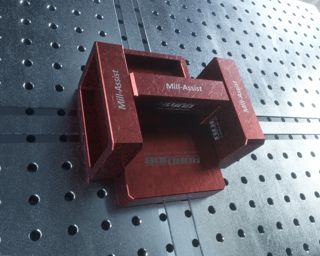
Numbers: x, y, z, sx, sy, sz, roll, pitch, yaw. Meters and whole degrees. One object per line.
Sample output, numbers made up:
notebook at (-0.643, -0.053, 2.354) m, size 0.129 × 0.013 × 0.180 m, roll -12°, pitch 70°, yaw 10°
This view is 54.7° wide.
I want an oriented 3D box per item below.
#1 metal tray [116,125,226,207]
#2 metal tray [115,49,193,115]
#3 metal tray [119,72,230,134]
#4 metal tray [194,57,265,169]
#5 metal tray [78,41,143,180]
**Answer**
metal tray at (0.010, 0.043, 0.384) m, size 0.131 × 0.030 × 0.090 m, roll 1°, pitch 62°, yaw -28°
metal tray at (-0.017, -0.064, 0.436) m, size 0.131 × 0.030 × 0.090 m, roll 1°, pitch 62°, yaw -28°
metal tray at (0.009, -0.025, 0.386) m, size 0.131 × 0.090 × 0.030 m, roll 1°, pitch 62°, yaw -28°
metal tray at (0.082, -0.019, 0.423) m, size 0.030 × 0.090 × 0.130 m, roll 1°, pitch 61°, yaw -28°
metal tray at (-0.061, -0.018, 0.345) m, size 0.030 × 0.090 × 0.130 m, roll 1°, pitch 61°, yaw -28°
